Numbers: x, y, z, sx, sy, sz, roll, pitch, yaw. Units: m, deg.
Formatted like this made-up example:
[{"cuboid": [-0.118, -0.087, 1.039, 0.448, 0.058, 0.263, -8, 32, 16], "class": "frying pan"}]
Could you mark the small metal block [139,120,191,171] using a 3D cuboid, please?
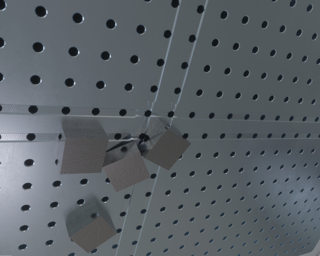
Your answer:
[{"cuboid": [0.006, 0.025, 0.429, 0.050, 0.025, 0.050, 33, 100, -39], "class": "small metal block"}]

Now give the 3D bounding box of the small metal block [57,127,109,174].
[{"cuboid": [-0.094, 0.028, 0.376, 0.050, 0.025, 0.050, 2, 117, -29], "class": "small metal block"}]

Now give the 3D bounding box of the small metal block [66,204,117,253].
[{"cuboid": [-0.098, 0.145, 0.447, 0.050, 0.025, 0.050, -33, 129, -7], "class": "small metal block"}]

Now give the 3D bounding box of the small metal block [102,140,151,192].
[{"cuboid": [-0.046, 0.051, 0.413, 0.050, 0.025, 0.050, -23, 128, -5], "class": "small metal block"}]
